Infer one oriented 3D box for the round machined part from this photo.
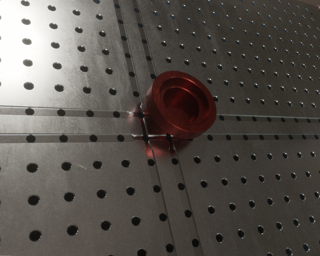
[{"bbox_3d":[0.026,-0.028,0.430,0.099,0.042,0.098,14,56,-21],"label":"round machined part"}]
